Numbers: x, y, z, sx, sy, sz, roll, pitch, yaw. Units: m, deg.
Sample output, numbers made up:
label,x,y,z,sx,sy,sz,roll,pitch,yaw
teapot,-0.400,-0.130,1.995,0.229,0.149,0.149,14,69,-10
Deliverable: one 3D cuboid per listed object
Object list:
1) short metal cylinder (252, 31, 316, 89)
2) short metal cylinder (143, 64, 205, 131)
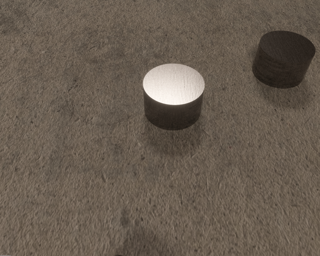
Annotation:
label,x,y,z,sx,sy,sz,roll,pitch,yaw
short metal cylinder,0.189,-0.107,0.479,0.081,0.050,0.080,0,50,0
short metal cylinder,0.018,-0.043,0.423,0.081,0.050,0.080,0,50,0
